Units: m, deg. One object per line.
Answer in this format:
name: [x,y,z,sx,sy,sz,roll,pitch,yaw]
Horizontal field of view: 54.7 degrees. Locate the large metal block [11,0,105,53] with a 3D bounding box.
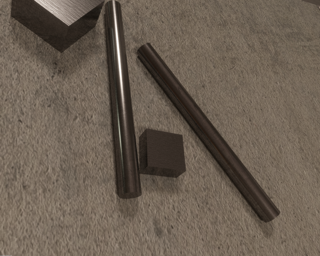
large metal block: [-0.135,-0.161,0.414,0.080,0.050,0.080,37,51,-4]

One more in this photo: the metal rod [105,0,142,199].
metal rod: [-0.053,-0.057,0.410,0.025,0.025,0.299,6,59,-26]

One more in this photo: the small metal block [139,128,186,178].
small metal block: [0.002,0.032,0.387,0.050,0.025,0.050,11,57,-23]

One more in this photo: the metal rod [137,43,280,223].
metal rod: [0.063,0.000,0.439,0.025,0.025,0.299,-29,78,-38]
